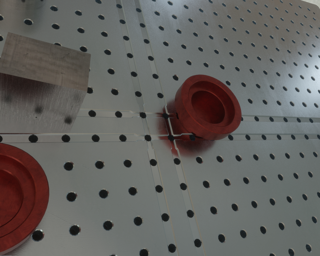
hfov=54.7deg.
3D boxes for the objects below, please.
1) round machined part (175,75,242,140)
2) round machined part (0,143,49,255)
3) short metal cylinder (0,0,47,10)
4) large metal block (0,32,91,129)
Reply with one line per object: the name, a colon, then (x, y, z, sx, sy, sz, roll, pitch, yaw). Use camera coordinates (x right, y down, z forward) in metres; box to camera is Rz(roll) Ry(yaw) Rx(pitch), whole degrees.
round machined part: (0.065, -0.026, 0.447, 0.099, 0.042, 0.098, 14, 56, -21)
round machined part: (-0.153, 0.065, 0.275, 0.099, 0.042, 0.098, 14, 56, -21)
short metal cylinder: (-0.190, -0.207, 0.416, 0.081, 0.050, 0.080, 14, 56, -21)
large metal block: (-0.126, -0.046, 0.333, 0.081, 0.080, 0.050, 11, 57, -22)
